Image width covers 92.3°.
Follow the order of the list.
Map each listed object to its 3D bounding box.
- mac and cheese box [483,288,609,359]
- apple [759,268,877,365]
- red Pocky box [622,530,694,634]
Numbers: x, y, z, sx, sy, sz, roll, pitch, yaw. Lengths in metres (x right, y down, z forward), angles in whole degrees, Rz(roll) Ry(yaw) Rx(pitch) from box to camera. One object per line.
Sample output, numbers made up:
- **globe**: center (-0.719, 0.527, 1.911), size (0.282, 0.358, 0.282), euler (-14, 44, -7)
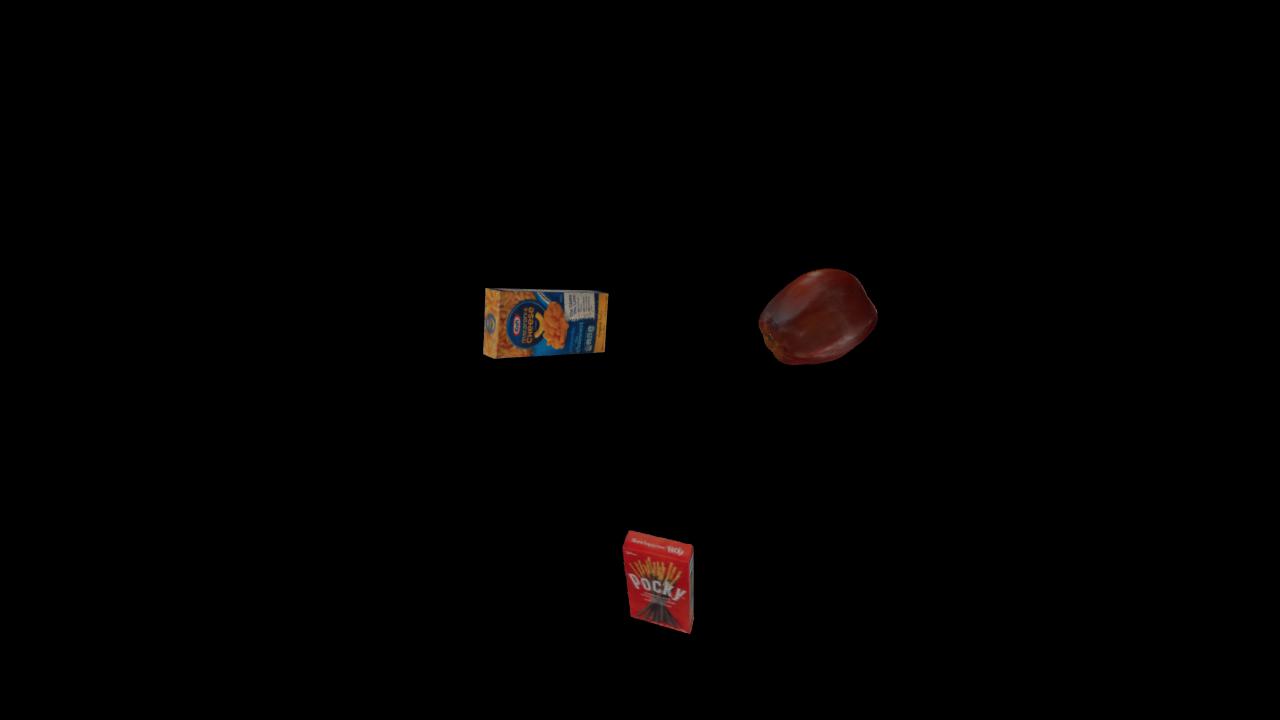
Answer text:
- **mac and cheese box**: center (-0.128, -0.053, 0.866), size (0.184, 0.093, 0.041), euler (-5, 16, -42)
- **apple**: center (0.147, -0.035, 0.511), size (0.093, 0.079, 0.079), euler (-29, 3, -6)
- **red Pocky box**: center (0.024, 0.275, 0.755), size (0.083, 0.155, 0.028), euler (9, 39, 17)
